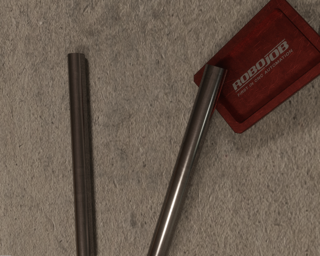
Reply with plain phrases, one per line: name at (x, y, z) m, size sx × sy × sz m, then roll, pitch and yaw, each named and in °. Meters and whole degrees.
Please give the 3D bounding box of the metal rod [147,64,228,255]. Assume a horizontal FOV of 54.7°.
metal rod at (0.024, 0.071, 0.381) m, size 0.025 × 0.025 × 0.298 m, roll 20°, pitch 104°, yaw 18°

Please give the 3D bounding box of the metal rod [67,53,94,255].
metal rod at (-0.114, 0.043, 0.447) m, size 0.025 × 0.025 × 0.298 m, roll -3°, pitch 89°, yaw 19°

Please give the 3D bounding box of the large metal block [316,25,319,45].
large metal block at (0.216, -0.128, 0.320) m, size 0.080 × 0.050 × 0.079 m, roll 10°, pitch 93°, yaw 19°

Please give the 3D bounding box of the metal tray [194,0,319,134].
metal tray at (0.112, -0.066, 0.348) m, size 0.129 × 0.030 × 0.090 m, roll -43°, pitch 77°, yaw 30°
